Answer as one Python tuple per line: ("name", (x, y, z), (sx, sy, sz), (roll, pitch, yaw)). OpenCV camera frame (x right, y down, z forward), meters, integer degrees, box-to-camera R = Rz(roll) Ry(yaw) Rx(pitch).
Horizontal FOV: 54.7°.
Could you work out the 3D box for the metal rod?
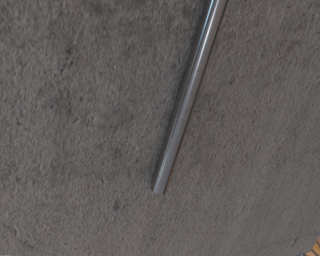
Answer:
("metal rod", (0.035, -0.039, 0.403), (0.025, 0.025, 0.298), (1, 118, -30))
